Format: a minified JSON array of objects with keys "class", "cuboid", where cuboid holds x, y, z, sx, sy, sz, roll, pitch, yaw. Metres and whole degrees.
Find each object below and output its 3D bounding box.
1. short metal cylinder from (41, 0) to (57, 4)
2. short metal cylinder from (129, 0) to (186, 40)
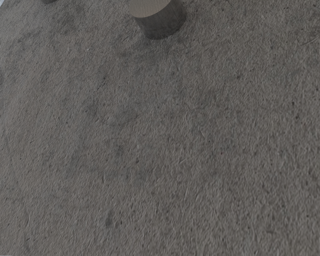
[{"class":"short metal cylinder","cuboid":[-0.268,-0.344,0.740,0.080,0.050,0.080,-13,56,21]},{"class":"short metal cylinder","cuboid":[-0.003,-0.192,0.508,0.080,0.050,0.080,-13,56,21]}]
